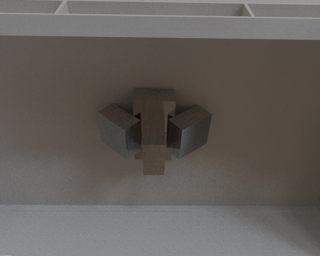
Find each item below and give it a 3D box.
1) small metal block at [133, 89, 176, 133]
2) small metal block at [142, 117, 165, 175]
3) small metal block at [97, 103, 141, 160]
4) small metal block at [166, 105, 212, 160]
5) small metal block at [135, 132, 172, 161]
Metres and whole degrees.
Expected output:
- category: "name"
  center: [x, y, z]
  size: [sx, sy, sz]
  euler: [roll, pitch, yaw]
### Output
- category: "small metal block"
  center: [-0.008, -0.021, 0.388]
  size: [0.050, 0.025, 0.050]
  euler: [1, 130, -2]
- category: "small metal block"
  center: [-0.007, 0.021, 0.375]
  size: [0.025, 0.050, 0.050]
  euler: [0, 130, -1]
- category: "small metal block"
  center: [-0.051, 0.004, 0.392]
  size: [0.050, 0.025, 0.050]
  euler: [32, 139, 31]
- category: "small metal block"
  center: [0.036, 0.005, 0.396]
  size: [0.050, 0.025, 0.050]
  euler: [-27, 139, -30]
- category: "small metal block"
  center: [-0.009, 0.017, 0.421]
  size: [0.050, 0.025, 0.050]
  euler: [2, 130, -2]
